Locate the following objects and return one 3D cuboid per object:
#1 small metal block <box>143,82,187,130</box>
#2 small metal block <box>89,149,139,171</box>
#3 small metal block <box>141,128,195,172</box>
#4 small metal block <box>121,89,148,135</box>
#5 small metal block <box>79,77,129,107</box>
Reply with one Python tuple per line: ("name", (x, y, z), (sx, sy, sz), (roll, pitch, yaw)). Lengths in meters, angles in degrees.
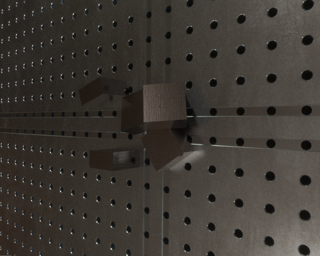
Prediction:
("small metal block", (0.006, -0.027, 0.378), (0.050, 0.025, 0.050), (-4, 67, 3))
("small metal block", (-0.065, 0.044, 0.445), (0.050, 0.050, 0.025), (1, 91, 39))
("small metal block", (0.009, 0.022, 0.400), (0.050, 0.025, 0.050), (-40, 66, 32))
("small metal block", (-0.026, -0.022, 0.422), (0.050, 0.025, 0.050), (-16, 66, 38))
("small metal block", (-0.083, -0.052, 0.459), (0.050, 0.050, 0.025), (-21, 77, 38))
